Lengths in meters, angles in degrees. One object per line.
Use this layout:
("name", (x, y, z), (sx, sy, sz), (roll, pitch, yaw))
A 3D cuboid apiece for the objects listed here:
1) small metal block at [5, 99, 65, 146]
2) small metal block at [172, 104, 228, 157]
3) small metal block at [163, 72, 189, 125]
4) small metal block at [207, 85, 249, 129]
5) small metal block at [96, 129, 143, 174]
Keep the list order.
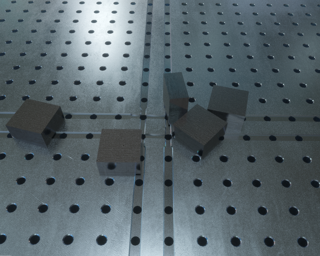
("small metal block", (-0.165, -0.009, 0.413), (0.050, 0.025, 0.050), (13, 51, 10))
("small metal block", (0.052, 0.002, 0.406), (0.050, 0.025, 0.050), (35, 58, 25))
("small metal block", (0.021, -0.041, 0.426), (0.025, 0.050, 0.050), (-6, 51, -6))
("small metal block", (0.094, -0.031, 0.435), (0.050, 0.025, 0.050), (12, 51, 10))
("small metal block", (-0.048, 0.028, 0.383), (0.050, 0.025, 0.050), (1, 50, 0))
